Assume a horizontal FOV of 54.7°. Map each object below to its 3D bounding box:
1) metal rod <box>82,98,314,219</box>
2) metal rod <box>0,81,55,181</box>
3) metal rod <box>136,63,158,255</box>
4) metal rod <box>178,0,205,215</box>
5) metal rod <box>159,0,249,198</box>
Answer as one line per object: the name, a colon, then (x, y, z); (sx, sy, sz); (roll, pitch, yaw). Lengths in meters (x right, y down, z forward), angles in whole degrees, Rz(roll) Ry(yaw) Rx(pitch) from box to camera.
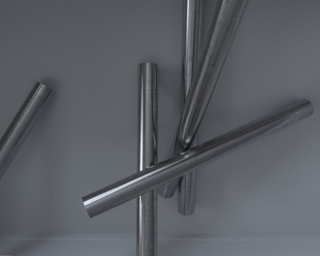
metal rod: (0.057, 0.029, 0.368); (0.302, 0.025, 0.025); (-23, 110, -15)
metal rod: (-0.217, 0.077, 0.374); (0.025, 0.025, 0.299); (30, 83, -11)
metal rod: (-0.015, 0.071, 0.373); (0.025, 0.025, 0.298); (0, 86, -1)
metal rod: (0.039, -0.018, 0.405); (0.025, 0.025, 0.298); (0, 110, -1)
metal rod: (0.037, -0.015, 0.346); (0.025, 0.025, 0.298); (11, 133, -4)
